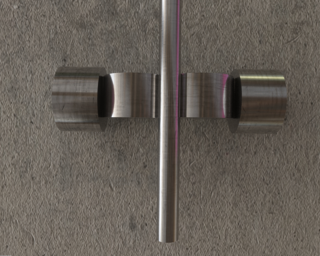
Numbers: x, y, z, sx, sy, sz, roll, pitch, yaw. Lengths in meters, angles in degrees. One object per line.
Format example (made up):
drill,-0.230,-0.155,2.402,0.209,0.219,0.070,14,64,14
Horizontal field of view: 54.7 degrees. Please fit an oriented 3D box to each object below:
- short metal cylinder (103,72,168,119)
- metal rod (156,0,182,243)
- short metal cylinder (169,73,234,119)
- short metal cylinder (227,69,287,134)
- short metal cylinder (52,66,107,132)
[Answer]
short metal cylinder,-0.030,-0.037,0.383,0.081,0.080,0.050,1,90,0
metal rod,0.010,-0.024,0.350,0.025,0.025,0.298,1,90,0
short metal cylinder,0.050,-0.037,0.384,0.081,0.080,0.050,1,90,0
short metal cylinder,0.116,-0.033,0.385,0.050,0.080,0.080,1,90,0
short metal cylinder,-0.095,-0.035,0.383,0.050,0.080,0.080,1,90,0
